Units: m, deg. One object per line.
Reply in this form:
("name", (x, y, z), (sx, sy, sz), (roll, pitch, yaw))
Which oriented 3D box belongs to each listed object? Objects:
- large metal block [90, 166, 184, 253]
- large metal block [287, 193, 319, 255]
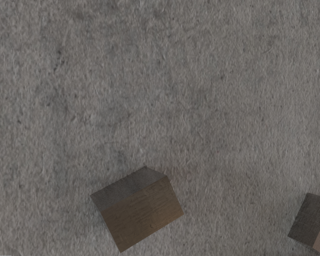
("large metal block", (-0.031, 0.091, 0.369), (0.081, 0.080, 0.050), (-26, 99, -18))
("large metal block", (0.267, 0.162, 0.497), (0.080, 0.050, 0.080), (33, 79, -18))
